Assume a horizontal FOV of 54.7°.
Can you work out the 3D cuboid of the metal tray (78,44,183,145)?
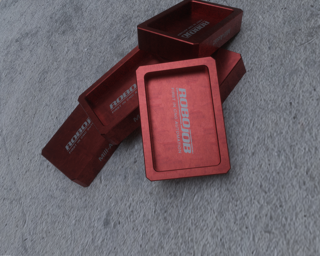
[{"bbox_3d":[-0.038,-0.051,0.413,0.130,0.030,0.090,-41,51,-1],"label":"metal tray"}]

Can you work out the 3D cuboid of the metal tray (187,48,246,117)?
[{"bbox_3d":[0.038,-0.075,0.427,0.130,0.030,0.090,30,78,37],"label":"metal tray"}]

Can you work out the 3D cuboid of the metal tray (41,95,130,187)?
[{"bbox_3d":[-0.100,0.008,0.447,0.090,0.030,0.130,27,76,37],"label":"metal tray"}]

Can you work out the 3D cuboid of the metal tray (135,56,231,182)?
[{"bbox_3d":[0.025,-0.009,0.350,0.090,0.030,0.129,-7,82,5],"label":"metal tray"}]

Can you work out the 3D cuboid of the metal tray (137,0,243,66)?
[{"bbox_3d":[0.043,-0.134,0.417,0.090,0.030,0.131,25,47,26],"label":"metal tray"}]
